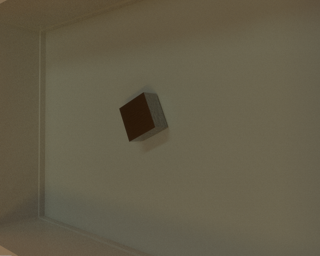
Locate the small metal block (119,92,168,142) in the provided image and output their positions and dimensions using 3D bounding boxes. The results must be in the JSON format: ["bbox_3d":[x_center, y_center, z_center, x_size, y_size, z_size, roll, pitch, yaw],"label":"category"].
[{"bbox_3d":[-0.023,-0.014,0.419,0.050,0.025,0.050,-29,72,36],"label":"small metal block"}]
